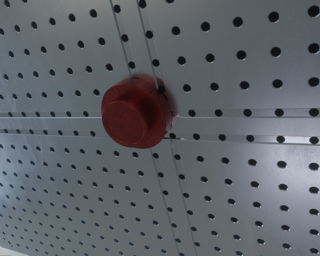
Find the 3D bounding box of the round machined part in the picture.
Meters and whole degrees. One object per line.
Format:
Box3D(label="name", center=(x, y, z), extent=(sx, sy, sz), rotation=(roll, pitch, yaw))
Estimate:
Box3D(label="round machined part", center=(-0.037, -0.013, 0.413), extent=(0.098, 0.042, 0.097), rotation=(13, 124, 21))
